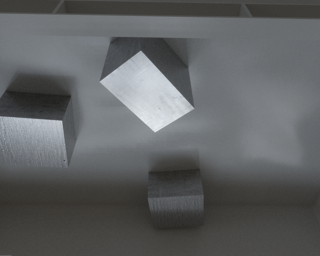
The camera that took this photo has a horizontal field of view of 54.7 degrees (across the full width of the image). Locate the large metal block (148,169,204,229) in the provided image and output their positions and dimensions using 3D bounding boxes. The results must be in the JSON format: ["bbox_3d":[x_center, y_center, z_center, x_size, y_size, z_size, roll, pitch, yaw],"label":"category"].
[{"bbox_3d":[0.026,0.113,0.489,0.080,0.050,0.080,-4,130,3],"label":"large metal block"}]

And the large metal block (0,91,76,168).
[{"bbox_3d":[-0.155,0.003,0.393,0.081,0.050,0.079,4,130,-4],"label":"large metal block"}]

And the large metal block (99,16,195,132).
[{"bbox_3d":[-0.011,-0.057,0.325,0.050,0.080,0.080,-32,124,24],"label":"large metal block"}]
